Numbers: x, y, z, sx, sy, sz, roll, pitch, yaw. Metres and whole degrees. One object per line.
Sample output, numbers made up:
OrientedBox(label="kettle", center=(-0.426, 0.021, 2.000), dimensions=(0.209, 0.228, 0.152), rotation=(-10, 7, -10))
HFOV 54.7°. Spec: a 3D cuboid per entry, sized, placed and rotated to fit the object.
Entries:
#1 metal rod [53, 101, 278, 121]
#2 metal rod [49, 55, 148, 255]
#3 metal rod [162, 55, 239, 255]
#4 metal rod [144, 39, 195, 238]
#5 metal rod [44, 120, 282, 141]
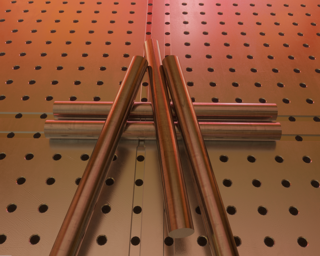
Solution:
OrientedBox(label="metal rod", center=(0.007, -0.023, 0.428), dimensions=(0.302, 0.025, 0.025), rotation=(1, 50, 0))
OrientedBox(label="metal rod", center=(-0.065, 0.029, 0.359), dimensions=(0.025, 0.025, 0.300), rotation=(11, 58, 9))
OrientedBox(label="metal rod", center=(0.043, 0.030, 0.359), dimensions=(0.025, 0.025, 0.299), rotation=(-8, 58, -7))
OrientedBox(label="metal rod", center=(0.004, -0.015, 0.388), dimensions=(0.025, 0.025, 0.300), rotation=(-5, 50, -4))
OrientedBox(label="metal rod", center=(0.004, 0.003, 0.405), dimensions=(0.302, 0.025, 0.025), rotation=(1, 50, 0))
